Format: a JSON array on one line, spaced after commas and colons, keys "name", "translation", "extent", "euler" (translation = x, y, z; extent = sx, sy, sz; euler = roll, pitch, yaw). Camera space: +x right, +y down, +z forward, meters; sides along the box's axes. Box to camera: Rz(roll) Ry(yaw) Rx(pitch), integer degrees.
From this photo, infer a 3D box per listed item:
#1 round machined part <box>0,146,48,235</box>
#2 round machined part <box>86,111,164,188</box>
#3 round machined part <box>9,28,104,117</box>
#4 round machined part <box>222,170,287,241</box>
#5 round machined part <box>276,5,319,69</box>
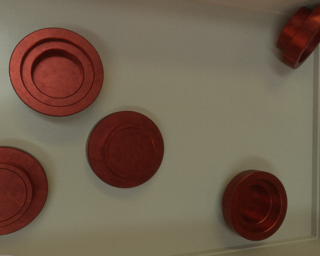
[{"name": "round machined part", "translation": [-0.175, 0.069, 0.337], "extent": [0.099, 0.042, 0.097], "euler": [0, 90, -21]}, {"name": "round machined part", "translation": [-0.040, 0.027, 0.388], "extent": [0.099, 0.042, 0.097], "euler": [0, 90, -21]}, {"name": "round machined part", "translation": [-0.118, -0.061, 0.358], "extent": [0.099, 0.042, 0.097], "euler": [0, 90, -21]}, {"name": "round machined part", "translation": [0.132, 0.109, 0.452], "extent": [0.099, 0.042, 0.097], "euler": [0, 90, -21]}, {"name": "round machined part", "translation": [0.213, -0.140, 0.463], "extent": [0.042, 0.098, 0.098], "euler": [40, 74, 21]}]
